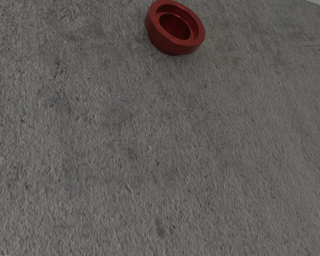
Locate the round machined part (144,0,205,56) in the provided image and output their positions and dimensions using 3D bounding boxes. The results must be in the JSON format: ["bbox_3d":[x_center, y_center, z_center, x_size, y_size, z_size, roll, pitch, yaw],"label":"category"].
[{"bbox_3d":[0.020,-0.156,0.498,0.099,0.042,0.098,14,56,-21],"label":"round machined part"}]
